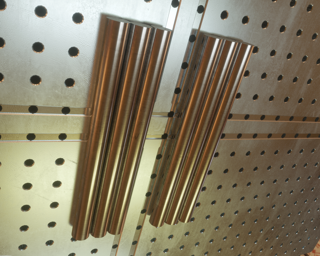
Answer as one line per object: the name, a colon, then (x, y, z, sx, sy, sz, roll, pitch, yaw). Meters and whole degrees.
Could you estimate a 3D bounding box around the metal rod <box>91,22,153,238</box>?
metal rod: (-0.055, 0.021, 0.392, 0.025, 0.025, 0.298, 1, 118, -29)

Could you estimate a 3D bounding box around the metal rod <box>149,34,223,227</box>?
metal rod: (0.030, 0.020, 0.438, 0.025, 0.025, 0.298, 1, 118, -29)

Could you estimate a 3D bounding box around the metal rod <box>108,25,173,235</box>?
metal rod: (-0.033, 0.021, 0.404, 0.025, 0.025, 0.298, 1, 118, -29)

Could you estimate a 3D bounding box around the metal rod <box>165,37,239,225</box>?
metal rod: (0.052, 0.020, 0.450, 0.025, 0.025, 0.298, 1, 118, -29)

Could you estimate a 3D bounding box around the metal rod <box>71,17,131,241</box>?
metal rod: (-0.078, 0.020, 0.380, 0.025, 0.025, 0.298, 1, 118, -29)

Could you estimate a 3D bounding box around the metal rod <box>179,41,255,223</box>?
metal rod: (0.075, 0.021, 0.463, 0.025, 0.025, 0.298, 1, 118, -29)
